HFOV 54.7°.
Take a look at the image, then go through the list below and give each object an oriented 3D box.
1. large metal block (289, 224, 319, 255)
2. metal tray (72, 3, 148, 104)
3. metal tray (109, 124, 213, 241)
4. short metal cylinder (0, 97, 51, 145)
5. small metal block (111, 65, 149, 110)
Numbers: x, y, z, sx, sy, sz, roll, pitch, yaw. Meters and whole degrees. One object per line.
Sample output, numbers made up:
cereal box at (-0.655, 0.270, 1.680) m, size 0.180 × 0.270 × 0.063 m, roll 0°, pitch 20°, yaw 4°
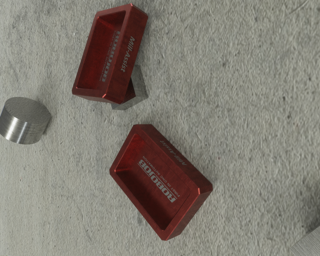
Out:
large metal block at (0.170, 0.102, 0.248) m, size 0.080 × 0.050 × 0.080 m, roll 51°, pitch 120°, yaw 27°
metal tray at (-0.072, -0.102, 0.435) m, size 0.090 × 0.030 × 0.129 m, roll 11°, pitch 83°, yaw 46°
metal tray at (-0.005, 0.067, 0.405) m, size 0.130 × 0.030 × 0.089 m, roll 44°, pitch 116°, yaw 31°
short metal cylinder at (-0.254, -0.014, 0.579) m, size 0.080 × 0.081 × 0.050 m, roll 48°, pitch 118°, yaw 29°
small metal block at (-0.049, -0.058, 0.445) m, size 0.050 × 0.025 × 0.050 m, roll -24°, pitch 75°, yaw 37°
